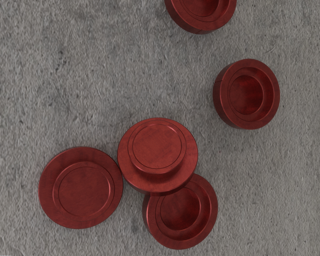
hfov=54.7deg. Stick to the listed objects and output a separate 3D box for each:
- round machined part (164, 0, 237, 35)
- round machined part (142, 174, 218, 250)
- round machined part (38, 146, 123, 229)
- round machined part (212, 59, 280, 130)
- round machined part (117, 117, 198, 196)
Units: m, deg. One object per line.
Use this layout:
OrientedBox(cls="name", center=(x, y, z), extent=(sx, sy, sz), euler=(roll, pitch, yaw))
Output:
OrientedBox(cls="round machined part", center=(0.050, -0.175, 0.418), extent=(0.099, 0.042, 0.097), euler=(0, 90, -20))
OrientedBox(cls="round machined part", center=(0.023, 0.104, 0.408), extent=(0.099, 0.042, 0.097), euler=(0, 90, -20))
OrientedBox(cls="round machined part", center=(-0.091, 0.071, 0.366), extent=(0.099, 0.042, 0.097), euler=(0, 90, -20))
OrientedBox(cls="round machined part", center=(0.118, -0.046, 0.443), extent=(0.099, 0.042, 0.097), euler=(0, 90, -20))
OrientedBox(cls="round machined part", center=(-0.003, 0.029, 0.374), extent=(0.099, 0.042, 0.098), euler=(0, 63, 1))
